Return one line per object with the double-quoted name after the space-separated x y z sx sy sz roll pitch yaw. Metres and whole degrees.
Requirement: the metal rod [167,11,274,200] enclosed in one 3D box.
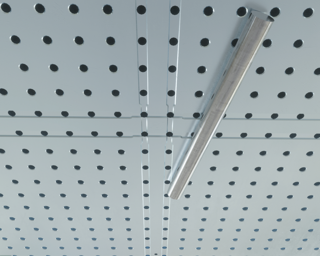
0.064 -0.004 0.408 0.025 0.025 0.298 12 129 -10 "metal rod"
